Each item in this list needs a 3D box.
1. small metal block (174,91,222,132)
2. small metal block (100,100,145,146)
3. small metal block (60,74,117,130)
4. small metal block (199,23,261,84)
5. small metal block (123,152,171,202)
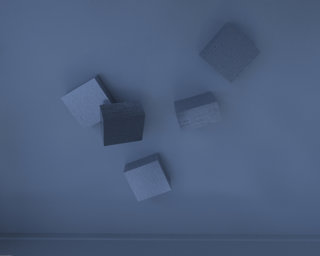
[{"bbox_3d":[0.046,-0.022,0.391,0.050,0.050,0.025,-16,110,5],"label":"small metal block"},{"bbox_3d":[-0.048,-0.006,0.390,0.050,0.025,0.050,-8,141,-16],"label":"small metal block"},{"bbox_3d":[-0.089,-0.033,0.398,0.050,0.025,0.050,-29,108,9],"label":"small metal block"},{"bbox_3d":[0.084,-0.092,0.379,0.050,0.025,0.050,38,105,-13],"label":"small metal block"},{"bbox_3d":[-0.017,0.069,0.437,0.050,0.025,0.050,-21,109,7],"label":"small metal block"}]
